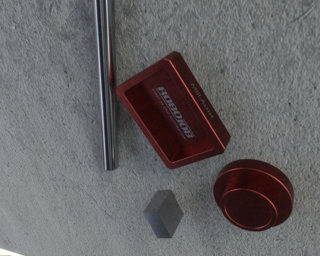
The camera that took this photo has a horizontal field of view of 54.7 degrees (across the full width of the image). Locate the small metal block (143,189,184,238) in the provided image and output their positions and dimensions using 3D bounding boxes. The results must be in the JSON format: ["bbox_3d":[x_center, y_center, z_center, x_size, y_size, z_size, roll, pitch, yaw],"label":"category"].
[{"bbox_3d":[0.007,0.129,0.467,0.025,0.050,0.050,-14,111,34],"label":"small metal block"}]

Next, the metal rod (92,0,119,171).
[{"bbox_3d":[-0.069,-0.066,0.402,0.025,0.025,0.298,16,125,19],"label":"metal rod"}]

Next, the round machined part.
[{"bbox_3d":[0.115,0.091,0.392,0.098,0.042,0.097,13,124,21],"label":"round machined part"}]

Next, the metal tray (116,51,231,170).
[{"bbox_3d":[0.016,-0.017,0.384,0.090,0.030,0.130,-24,106,36],"label":"metal tray"}]
